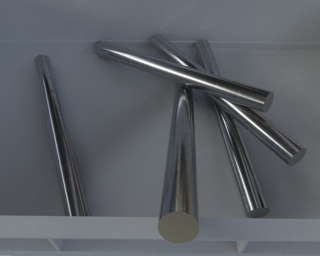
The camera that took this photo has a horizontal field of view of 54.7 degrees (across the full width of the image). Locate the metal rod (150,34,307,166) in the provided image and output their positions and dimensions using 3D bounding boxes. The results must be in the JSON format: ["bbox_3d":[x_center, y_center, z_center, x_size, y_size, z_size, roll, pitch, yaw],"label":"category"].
[{"bbox_3d":[0.070,-0.057,0.422,0.025,0.025,0.300,-24,48,-19],"label":"metal rod"}]

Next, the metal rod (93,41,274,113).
[{"bbox_3d":[0.010,-0.081,0.432,0.300,0.025,0.025,25,54,35],"label":"metal rod"}]

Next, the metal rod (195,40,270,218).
[{"bbox_3d":[0.088,-0.024,0.425,0.025,0.025,0.300,-5,50,-4],"label":"metal rod"}]

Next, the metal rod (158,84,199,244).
[{"bbox_3d":[0.024,-0.001,0.324,0.025,0.025,0.301,4,24,3],"label":"metal rod"}]

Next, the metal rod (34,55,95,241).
[{"bbox_3d":[-0.133,0.001,0.403,0.025,0.025,0.300,-17,52,-13],"label":"metal rod"}]
